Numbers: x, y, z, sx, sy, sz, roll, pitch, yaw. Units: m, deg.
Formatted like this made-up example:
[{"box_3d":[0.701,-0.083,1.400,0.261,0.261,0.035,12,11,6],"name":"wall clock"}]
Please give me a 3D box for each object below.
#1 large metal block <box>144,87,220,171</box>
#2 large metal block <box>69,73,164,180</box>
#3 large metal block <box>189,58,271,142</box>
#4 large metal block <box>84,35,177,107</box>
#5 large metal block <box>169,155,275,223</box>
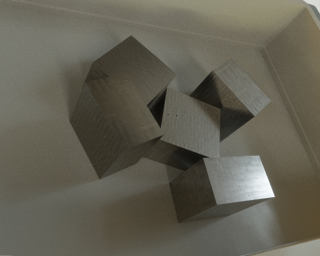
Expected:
[{"box_3d":[0.030,0.005,0.402,0.080,0.050,0.080,21,54,-17],"name":"large metal block"},{"box_3d":[-0.052,-0.001,0.342,0.050,0.080,0.080,-21,73,-36],"name":"large metal block"},{"box_3d":[0.093,-0.037,0.443,0.080,0.080,0.050,49,51,6],"name":"large metal block"},{"box_3d":[-0.038,-0.062,0.406,0.080,0.050,0.080,41,51,-1],"name":"large metal block"},{"box_3d":[0.069,0.072,0.364,0.081,0.080,0.050,1,62,-28],"name":"large metal block"}]
